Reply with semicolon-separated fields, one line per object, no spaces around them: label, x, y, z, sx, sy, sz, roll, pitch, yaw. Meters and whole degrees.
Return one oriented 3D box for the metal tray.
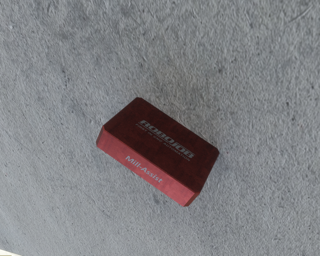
metal tray;0.001;0.024;0.380;0.130;0.090;0.030;34;129;5
